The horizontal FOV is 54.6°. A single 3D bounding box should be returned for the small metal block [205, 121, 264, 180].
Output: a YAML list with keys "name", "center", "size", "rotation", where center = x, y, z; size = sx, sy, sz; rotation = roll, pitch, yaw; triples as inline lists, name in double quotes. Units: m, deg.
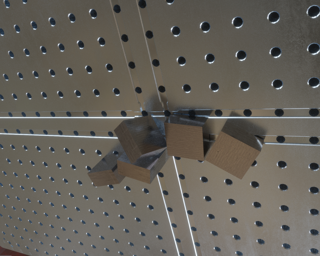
- name: "small metal block"
  center: [0.091, 0.028, 0.381]
  size: [0.050, 0.025, 0.050]
  rotation: [29, 128, 10]

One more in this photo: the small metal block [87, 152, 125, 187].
- name: "small metal block"
  center: [-0.073, 0.062, 0.473]
  size: [0.050, 0.050, 0.025]
  rotation: [-14, 111, 34]

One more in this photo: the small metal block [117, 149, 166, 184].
- name: "small metal block"
  center: [-0.025, 0.048, 0.438]
  size: [0.050, 0.050, 0.025]
  rotation: [14, 124, 20]

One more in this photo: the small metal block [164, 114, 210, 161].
- name: "small metal block"
  center: [0.036, 0.012, 0.400]
  size: [0.050, 0.025, 0.050]
  rotation: [7, 122, 24]

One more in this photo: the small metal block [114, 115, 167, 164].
- name: "small metal block"
  center: [-0.024, 0.014, 0.407]
  size: [0.025, 0.050, 0.050]
  rotation: [-42, 72, 39]
